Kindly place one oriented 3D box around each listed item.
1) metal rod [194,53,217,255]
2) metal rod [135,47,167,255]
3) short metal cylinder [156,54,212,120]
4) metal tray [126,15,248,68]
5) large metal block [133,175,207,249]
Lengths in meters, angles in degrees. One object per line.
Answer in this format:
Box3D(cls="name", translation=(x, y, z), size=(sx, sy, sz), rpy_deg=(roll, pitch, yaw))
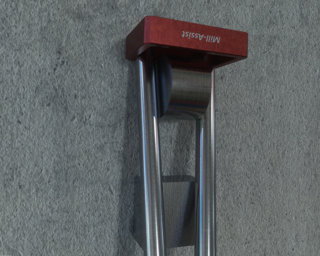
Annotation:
Box3D(cls="metal rod", translation=(0.056, 0.046, 0.383), size=(0.025, 0.025, 0.299), rpy_deg=(9, 72, -20))
Box3D(cls="metal rod", translation=(-0.011, 0.042, 0.359), size=(0.025, 0.025, 0.299), rpy_deg=(2, 74, -20))
Box3D(cls="short metal cylinder", translation=(0.023, -0.050, 0.391), size=(0.050, 0.080, 0.079), rpy_deg=(2, 90, -21))
Box3D(cls="metal tray", translation=(0.031, -0.102, 0.388), size=(0.131, 0.090, 0.030), rpy_deg=(2, 90, -20))
Box3D(cls="large metal block", translation=(0.011, 0.105, 0.400), size=(0.081, 0.050, 0.079), rpy_deg=(2, 90, -20))
